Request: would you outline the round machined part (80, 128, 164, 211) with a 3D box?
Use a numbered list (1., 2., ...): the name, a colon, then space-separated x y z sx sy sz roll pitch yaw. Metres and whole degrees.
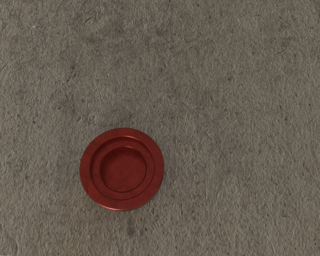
1. round machined part: -0.044 0.052 0.380 0.099 0.042 0.098 0 70 0
